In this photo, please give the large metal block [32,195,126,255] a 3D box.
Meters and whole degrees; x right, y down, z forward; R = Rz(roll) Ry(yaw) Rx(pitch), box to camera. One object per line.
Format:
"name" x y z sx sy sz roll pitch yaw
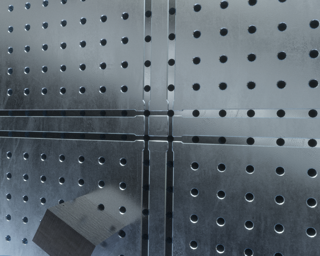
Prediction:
"large metal block" -0.107 0.143 0.422 0.080 0.080 0.050 30 100 17
